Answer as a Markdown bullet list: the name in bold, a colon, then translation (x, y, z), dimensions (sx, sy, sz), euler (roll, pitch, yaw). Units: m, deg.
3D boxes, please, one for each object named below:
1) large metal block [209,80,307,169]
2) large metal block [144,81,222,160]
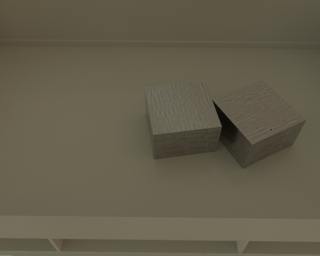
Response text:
- **large metal block**: translation (0.119, -0.007, 0.395), dimensions (0.081, 0.050, 0.080), euler (-22, 53, -17)
- **large metal block**: translation (0.026, -0.011, 0.398), dimensions (0.081, 0.050, 0.080), euler (-7, 50, -6)
